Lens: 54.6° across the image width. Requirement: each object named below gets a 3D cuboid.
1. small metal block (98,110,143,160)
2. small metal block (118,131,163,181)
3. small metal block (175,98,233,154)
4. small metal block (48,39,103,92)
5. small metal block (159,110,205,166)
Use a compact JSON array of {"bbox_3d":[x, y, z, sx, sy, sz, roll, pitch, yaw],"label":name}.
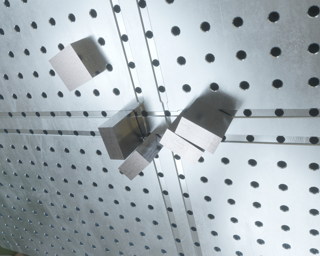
[{"bbox_3d":[-0.053,0.009,0.428,0.025,0.050,0.050,-1,118,32],"label":"small metal block"},{"bbox_3d":[-0.025,0.039,0.433,0.025,0.050,0.050,43,129,-2],"label":"small metal block"},{"bbox_3d":[0.053,-0.003,0.366,0.050,0.050,0.025,29,128,9],"label":"small metal block"},{"bbox_3d":[-0.114,-0.084,0.420,0.050,0.025,0.050,-22,107,36],"label":"small metal block"},{"bbox_3d":[0.035,0.011,0.384,0.050,0.050,0.025,34,129,6],"label":"small metal block"}]
